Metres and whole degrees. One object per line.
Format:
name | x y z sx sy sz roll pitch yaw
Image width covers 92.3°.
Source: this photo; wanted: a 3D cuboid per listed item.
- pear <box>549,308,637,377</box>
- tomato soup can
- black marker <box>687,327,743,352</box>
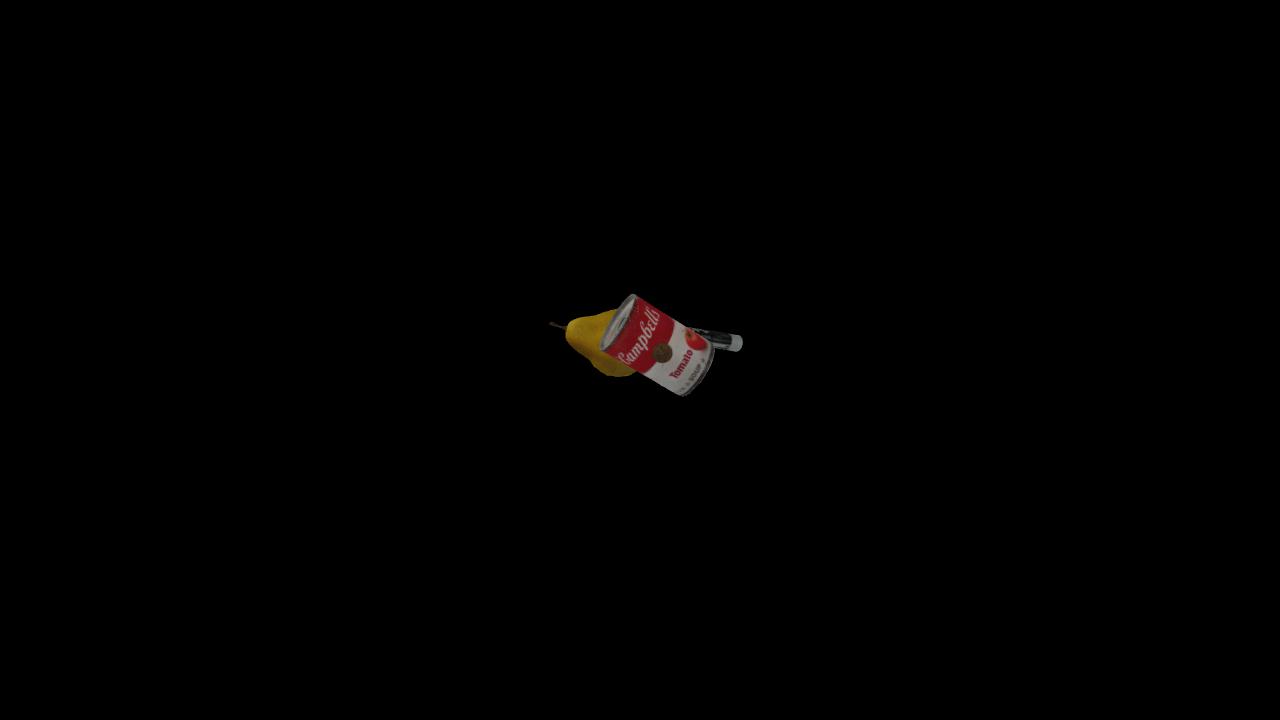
pear | -0.044 -0.024 0.688 0.111 0.080 0.080 7 -3 -23
tomato soup can | 0.018 -0.014 0.634 0.101 0.068 0.068 31 -9 -16
black marker | 0.056 -0.026 0.657 0.121 0.020 0.020 7 -3 -27
